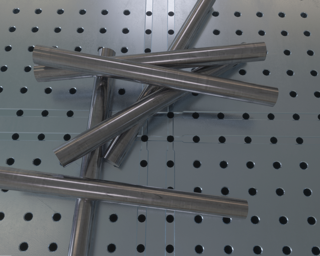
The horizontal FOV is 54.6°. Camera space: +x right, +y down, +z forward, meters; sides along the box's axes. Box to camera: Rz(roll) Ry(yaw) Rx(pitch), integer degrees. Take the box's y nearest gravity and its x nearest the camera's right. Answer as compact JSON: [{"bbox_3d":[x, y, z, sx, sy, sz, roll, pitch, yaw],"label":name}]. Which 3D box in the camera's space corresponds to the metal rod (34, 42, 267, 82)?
[{"bbox_3d":[-0.013,-0.087,0.412,0.302,0.025,0.025,-5,70,1],"label":"metal rod"}]

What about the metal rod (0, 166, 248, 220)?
[{"bbox_3d":[-0.046,0.076,0.362,0.302,0.025,0.025,9,70,-6],"label":"metal rod"}]

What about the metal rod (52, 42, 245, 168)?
[{"bbox_3d":[0.005,-0.039,0.404,0.302,0.025,0.025,-32,73,-19],"label":"metal rod"}]

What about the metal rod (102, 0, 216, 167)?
[{"bbox_3d":[0.007,-0.081,0.441,0.025,0.025,0.300,26,72,9],"label":"metal rod"}]

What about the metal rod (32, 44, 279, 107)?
[{"bbox_3d":[-0.005,-0.065,0.387,0.302,0.025,0.025,10,70,0],"label":"metal rod"}]

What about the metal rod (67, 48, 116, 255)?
[{"bbox_3d":[-0.086,0.031,0.400,0.025,0.025,0.299,3,70,1],"label":"metal rod"}]
